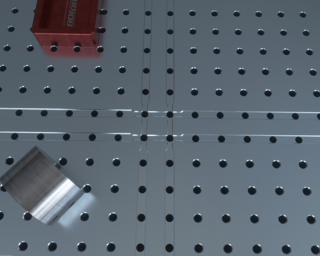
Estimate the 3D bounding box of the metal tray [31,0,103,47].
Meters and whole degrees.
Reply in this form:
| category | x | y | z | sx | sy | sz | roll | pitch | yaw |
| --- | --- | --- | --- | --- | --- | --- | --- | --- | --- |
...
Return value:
| category | x | y | z | sx | sy | sz | roll | pitch | yaw |
| --- | --- | --- | --- | --- | --- | --- | --- | --- | --- |
| metal tray | -0.138 | -0.189 | 0.477 | 0.091 | 0.030 | 0.130 | 1 | 70 | 0 |

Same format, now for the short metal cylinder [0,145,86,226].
| category | x | y | z | sx | sy | sz | roll | pitch | yaw |
| --- | --- | --- | --- | --- | --- | --- | --- | --- | --- |
| short metal cylinder | -0.133 | 0.066 | 0.357 | 0.080 | 0.080 | 0.050 | 40 | 75 | 13 |
